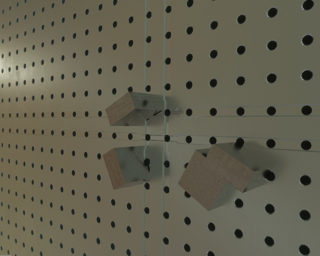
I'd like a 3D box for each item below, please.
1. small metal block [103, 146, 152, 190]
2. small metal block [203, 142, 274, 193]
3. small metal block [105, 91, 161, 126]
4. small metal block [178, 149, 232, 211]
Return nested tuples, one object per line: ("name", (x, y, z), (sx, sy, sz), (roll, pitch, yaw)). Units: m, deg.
("small metal block", (-0.045, 0.054, 0.428), (0.025, 0.050, 0.050), (-34, 70, 35))
("small metal block", (0.082, 0.039, 0.324), (0.050, 0.050, 0.025), (35, 112, 34))
("small metal block", (-0.037, -0.025, 0.421), (0.050, 0.050, 0.025), (-32, 71, 35))
("small metal block", (0.056, 0.059, 0.362), (0.050, 0.025, 0.050), (38, 113, 33))
